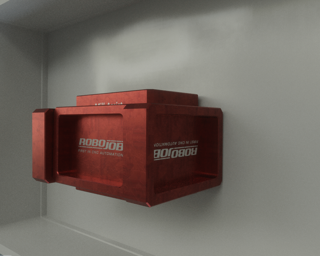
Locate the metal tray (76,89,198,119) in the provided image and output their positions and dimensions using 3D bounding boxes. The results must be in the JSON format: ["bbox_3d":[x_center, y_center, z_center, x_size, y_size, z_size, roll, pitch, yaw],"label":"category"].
[{"bbox_3d":[-0.030,-0.026,0.385,0.130,0.091,0.030,1,91,40],"label":"metal tray"}]

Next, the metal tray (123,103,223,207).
[{"bbox_3d":[0.020,0.022,0.319,0.030,0.131,0.089,1,91,40],"label":"metal tray"}]

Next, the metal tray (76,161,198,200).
[{"bbox_3d":[-0.030,0.063,0.386,0.130,0.091,0.030,1,90,40],"label":"metal tray"}]

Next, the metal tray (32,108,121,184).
[{"bbox_3d":[-0.104,0.020,0.423,0.030,0.131,0.089,1,91,40],"label":"metal tray"}]

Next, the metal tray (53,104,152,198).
[{"bbox_3d":[-0.068,0.021,0.340,0.130,0.030,0.089,1,90,40],"label":"metal tray"}]
